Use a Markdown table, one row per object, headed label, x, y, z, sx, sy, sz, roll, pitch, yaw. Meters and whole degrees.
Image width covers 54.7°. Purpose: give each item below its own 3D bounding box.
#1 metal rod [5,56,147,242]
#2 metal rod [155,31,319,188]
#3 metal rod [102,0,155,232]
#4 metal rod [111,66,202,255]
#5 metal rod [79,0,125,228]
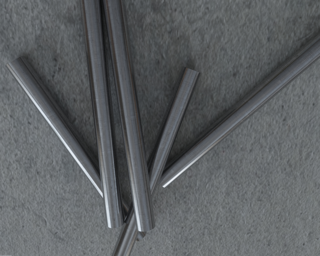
| label | x | y | z | sx | sy | sz | roll | pitch | yaw |
| --- | --- | --- | --- | --- | --- | --- | --- | --- | --- |
| metal rod | -0.104 | 0.040 | 0.423 | 0.025 | 0.025 | 0.299 | -28 | 108 | 9 |
| metal rod | 0.109 | -0.024 | 0.402 | 0.299 | 0.025 | 0.025 | -42 | 105 | 13 |
| metal rod | -0.037 | -0.017 | 0.376 | 0.025 | 0.025 | 0.298 | -7 | 100 | 2 |
| metal rod | -0.011 | 0.064 | 0.416 | 0.025 | 0.025 | 0.298 | 19 | 102 | -7 |
| metal rod | -0.071 | -0.013 | 0.389 | 0.025 | 0.025 | 0.298 | -4 | 105 | 1 |
